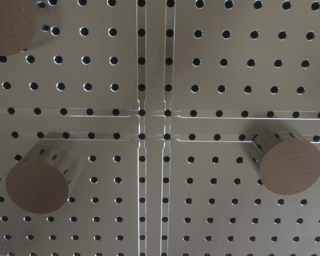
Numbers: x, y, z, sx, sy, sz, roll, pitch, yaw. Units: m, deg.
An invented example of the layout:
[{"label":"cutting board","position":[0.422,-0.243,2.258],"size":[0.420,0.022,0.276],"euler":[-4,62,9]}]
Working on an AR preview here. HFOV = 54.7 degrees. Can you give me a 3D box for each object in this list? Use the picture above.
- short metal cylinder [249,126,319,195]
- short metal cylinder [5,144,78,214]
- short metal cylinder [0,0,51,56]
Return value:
[{"label":"short metal cylinder","position":[0.167,0.043,0.418],"size":[0.081,0.050,0.079],"euler":[0,110,-1]},{"label":"short metal cylinder","position":[-0.159,0.069,0.423],"size":[0.081,0.050,0.079],"euler":[0,110,-1]},{"label":"short metal cylinder","position":[-0.172,-0.125,0.351],"size":[0.081,0.050,0.079],"euler":[0,110,-1]}]
